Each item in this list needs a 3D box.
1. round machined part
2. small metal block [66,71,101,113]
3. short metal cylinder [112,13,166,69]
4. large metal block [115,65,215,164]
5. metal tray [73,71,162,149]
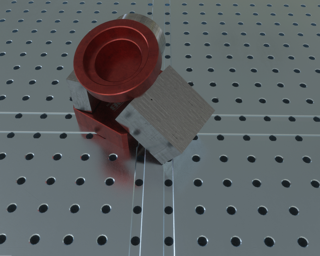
[{"bbox_3d":[-0.046,-0.074,0.361,0.098,0.042,0.098,-4,70,10],"label":"round machined part"},{"bbox_3d":[-0.091,-0.057,0.397,0.025,0.050,0.050,15,52,12],"label":"small metal block"},{"bbox_3d":[-0.037,-0.106,0.421,0.080,0.080,0.050,10,51,8],"label":"short metal cylinder"},{"bbox_3d":[0.007,-0.016,0.381,0.080,0.050,0.080,44,57,-5],"label":"large metal block"},{"bbox_3d":[-0.044,-0.040,0.438,0.090,0.030,0.131,28,55,21],"label":"metal tray"}]
